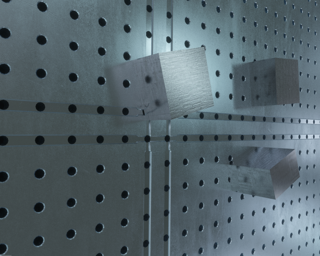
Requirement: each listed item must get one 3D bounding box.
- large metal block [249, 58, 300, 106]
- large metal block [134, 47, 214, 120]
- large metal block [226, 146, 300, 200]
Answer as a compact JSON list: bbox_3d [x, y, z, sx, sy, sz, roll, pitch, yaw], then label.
[{"bbox_3d":[0.210,-0.082,0.567,0.081,0.050,0.080,-7,95,-40],"label":"large metal block"},{"bbox_3d":[0.020,-0.059,0.408,0.081,0.050,0.080,-19,102,-38],"label":"large metal block"},{"bbox_3d":[0.171,0.071,0.515,0.081,0.080,0.050,-25,106,-37],"label":"large metal block"}]
